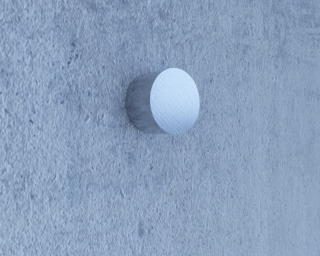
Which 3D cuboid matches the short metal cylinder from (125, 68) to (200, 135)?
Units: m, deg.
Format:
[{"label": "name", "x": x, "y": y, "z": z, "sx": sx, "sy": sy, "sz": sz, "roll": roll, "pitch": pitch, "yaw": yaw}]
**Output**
[{"label": "short metal cylinder", "x": 0.004, "y": -0.032, "z": 0.391, "sx": 0.081, "sy": 0.050, "sz": 0.080, "roll": 0, "pitch": 90, "yaw": -40}]
